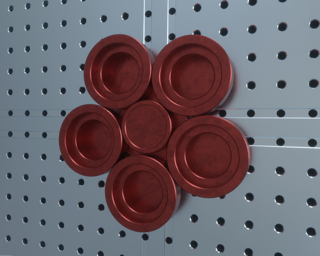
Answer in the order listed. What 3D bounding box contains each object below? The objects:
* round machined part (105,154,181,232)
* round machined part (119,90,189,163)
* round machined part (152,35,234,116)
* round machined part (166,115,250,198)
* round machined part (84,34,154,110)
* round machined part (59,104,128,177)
[{"bbox_3d":[-0.019,0.083,0.410,0.098,0.042,0.097,0,90,20],"label":"round machined part"},{"bbox_3d":[-0.011,-0.001,0.407,0.098,0.042,0.097,0,90,20],"label":"round machined part"},{"bbox_3d":[0.043,-0.063,0.388,0.098,0.042,0.097,0,90,20],"label":"round machined part"},{"bbox_3d":[0.061,0.033,0.382,0.098,0.042,0.097,0,90,20],"label":"round machined part"},{"bbox_3d":[-0.050,-0.073,0.421,0.098,0.042,0.097,0,90,20],"label":"round machined part"},{"bbox_3d":[-0.088,0.016,0.435,0.098,0.042,0.097,0,90,20],"label":"round machined part"}]
